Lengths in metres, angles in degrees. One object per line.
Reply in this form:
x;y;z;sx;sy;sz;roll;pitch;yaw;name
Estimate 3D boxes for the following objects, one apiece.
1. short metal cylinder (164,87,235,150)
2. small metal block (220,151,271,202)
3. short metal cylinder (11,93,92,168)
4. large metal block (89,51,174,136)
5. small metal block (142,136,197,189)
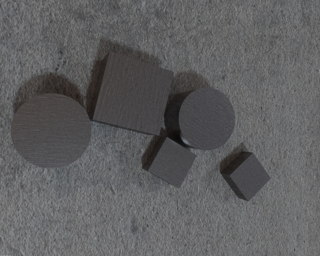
0.052;-0.012;0.415;0.081;0.050;0.080;0;90;-20;short metal cylinder
0.126;0.070;0.456;0.050;0.025;0.050;-40;103;-16;small metal block
-0.122;0.003;0.351;0.081;0.050;0.080;0;90;-20;short metal cylinder
-0.037;-0.039;0.382;0.081;0.050;0.080;15;85;-20;large metal block
0.013;0.045;0.414;0.050;0.025;0.050;32;79;-17;small metal block
